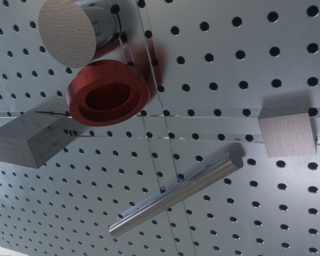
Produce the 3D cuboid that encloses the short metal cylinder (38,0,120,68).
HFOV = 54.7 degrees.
[{"bbox_3d":[-0.096,-0.118,0.372,0.080,0.050,0.079,13,124,21],"label":"short metal cylinder"}]

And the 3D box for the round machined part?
[{"bbox_3d":[-0.066,-0.046,0.383,0.097,0.099,0.042,-47,53,39],"label":"round machined part"}]

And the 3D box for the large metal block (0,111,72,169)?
[{"bbox_3d":[-0.203,0.016,0.493,0.080,0.080,0.050,6,121,25],"label":"large metal block"}]

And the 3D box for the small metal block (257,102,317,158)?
[{"bbox_3d":[0.140,0.003,0.339,0.050,0.025,0.050,-8,115,31],"label":"small metal block"}]

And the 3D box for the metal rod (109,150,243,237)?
[{"bbox_3d":[0.006,0.114,0.478,0.025,0.025,0.299,46,129,-4],"label":"metal rod"}]
